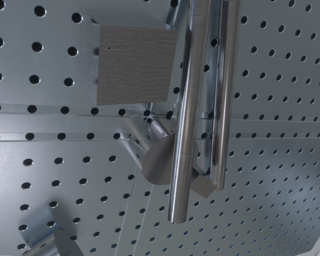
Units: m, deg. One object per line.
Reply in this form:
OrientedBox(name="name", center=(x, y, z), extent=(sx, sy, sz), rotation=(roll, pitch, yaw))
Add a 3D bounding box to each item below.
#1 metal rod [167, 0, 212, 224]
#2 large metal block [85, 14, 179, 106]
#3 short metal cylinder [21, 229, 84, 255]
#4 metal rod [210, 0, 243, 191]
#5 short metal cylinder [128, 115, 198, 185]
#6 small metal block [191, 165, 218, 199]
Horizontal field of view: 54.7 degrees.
OrientedBox(name="metal rod", center=(0.034, -0.031, 0.361), extent=(0.025, 0.025, 0.298), rotation=(-1, 104, -28))
OrientedBox(name="large metal block", center=(-0.033, -0.073, 0.332), extent=(0.081, 0.050, 0.079), rotation=(-5, 121, -26))
OrientedBox(name="short metal cylinder", center=(-0.139, 0.185, 0.415), extent=(0.050, 0.080, 0.080), rotation=(-34, 129, -6))
OrientedBox(name="metal rod", center=(0.090, -0.027, 0.444), extent=(0.025, 0.025, 0.298), rotation=(-16, 125, -20))
OrientedBox(name="short metal cylinder", center=(0.004, 0.029, 0.416), extent=(0.081, 0.050, 0.079), rotation=(-14, 124, -21))
OrientedBox(name="small metal block", center=(0.052, 0.074, 0.470), extent=(0.025, 0.050, 0.050), rotation=(-48, 129, 6))
